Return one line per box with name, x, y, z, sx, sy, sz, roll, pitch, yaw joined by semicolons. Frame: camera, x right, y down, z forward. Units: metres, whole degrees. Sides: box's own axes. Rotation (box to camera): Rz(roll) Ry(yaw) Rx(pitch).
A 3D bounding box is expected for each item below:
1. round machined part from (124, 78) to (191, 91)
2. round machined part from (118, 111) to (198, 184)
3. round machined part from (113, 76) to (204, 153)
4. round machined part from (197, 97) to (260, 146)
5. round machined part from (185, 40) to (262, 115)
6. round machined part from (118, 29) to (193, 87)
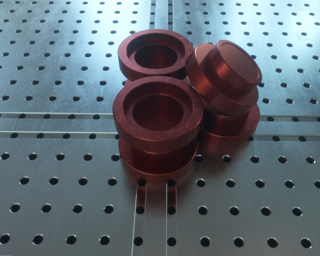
round machined part;-0.003;-0.059;0.448;0.099;0.042;0.098;0;50;0
round machined part;-0.003;0.016;0.384;0.099;0.042;0.098;0;50;0
round machined part;-0.002;-0.011;0.351;0.099;0.042;0.098;0;50;0
round machined part;0.086;-0.026;0.420;0.099;0.042;0.098;0;50;0
round machined part;0.082;-0.066;0.371;0.099;0.042;0.098;22;45;-24
round machined part;-0.005;-0.087;0.415;0.099;0.042;0.098;0;50;0
